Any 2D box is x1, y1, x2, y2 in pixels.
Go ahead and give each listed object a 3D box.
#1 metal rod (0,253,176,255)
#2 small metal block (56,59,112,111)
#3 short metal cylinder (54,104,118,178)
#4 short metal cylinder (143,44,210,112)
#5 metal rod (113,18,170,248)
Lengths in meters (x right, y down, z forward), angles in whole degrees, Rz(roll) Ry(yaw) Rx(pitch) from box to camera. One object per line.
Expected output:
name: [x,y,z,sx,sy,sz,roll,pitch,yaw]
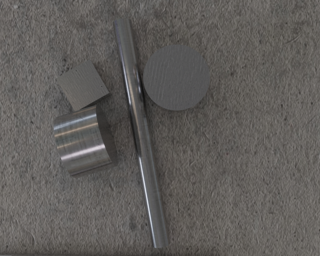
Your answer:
metal rod: [-0.072,0.181,0.409,0.302,0.025,0.025,1,90,-1]
small metal block: [-0.099,-0.054,0.409,0.050,0.025,0.050,-30,90,0]
short metal cylinder: [-0.089,0.016,0.382,0.050,0.080,0.080,-17,90,0]
short metal cylinder: [0.020,-0.061,0.398,0.081,0.050,0.080,0,90,0]
metal rod: [-0.024,0.007,0.409,0.025,0.025,0.298,-10,90,0]
